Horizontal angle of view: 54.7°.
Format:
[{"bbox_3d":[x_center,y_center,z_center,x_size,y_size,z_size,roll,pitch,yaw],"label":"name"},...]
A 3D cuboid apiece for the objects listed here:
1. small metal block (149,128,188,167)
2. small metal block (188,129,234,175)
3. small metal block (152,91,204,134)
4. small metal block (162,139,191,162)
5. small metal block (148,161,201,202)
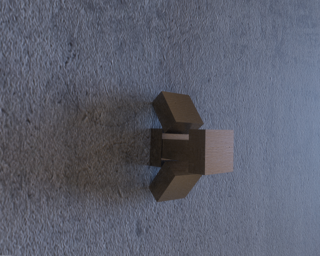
[{"bbox_3d":[0.013,0.026,0.420,0.050,0.025,0.050,3,88,-40],"label":"small metal block"},{"bbox_3d":[0.060,0.027,0.361,0.050,0.025,0.050,1,89,-40],"label":"small metal block"},{"bbox_3d":[0.023,-0.020,0.412,0.050,0.025,0.050,3,52,-40],"label":"small metal block"},{"bbox_3d":[0.038,0.027,0.391,0.050,0.050,0.025,3,88,-40],"label":"small metal block"},{"bbox_3d":[0.021,0.070,0.410,0.050,0.025,0.050,3,129,-40],"label":"small metal block"}]
